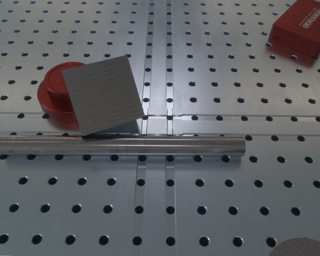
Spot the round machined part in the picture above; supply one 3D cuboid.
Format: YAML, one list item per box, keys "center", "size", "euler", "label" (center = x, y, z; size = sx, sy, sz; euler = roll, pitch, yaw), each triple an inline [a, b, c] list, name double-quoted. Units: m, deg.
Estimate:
- center: [-0.126, -0.058, 0.444]
  size: [0.099, 0.042, 0.098]
  euler: [0, 50, 0]
  label: "round machined part"

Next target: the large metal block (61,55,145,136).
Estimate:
- center: [-0.074, -0.041, 0.396]
  size: [0.081, 0.080, 0.050]
  euler: [-18, 8, -18]
  label: "large metal block"

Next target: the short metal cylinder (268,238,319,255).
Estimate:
- center: [0.126, 0.145, 0.271]
  size: [0.081, 0.050, 0.080]
  euler: [0, 50, 0]
  label: "short metal cylinder"

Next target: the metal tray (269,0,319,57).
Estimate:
- center: [0.270, -0.188, 0.564]
  size: [0.090, 0.030, 0.131]
  euler: [31, 56, 23]
  label: "metal tray"

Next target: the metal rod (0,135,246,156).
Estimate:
- center: [-0.047, 0.022, 0.388]
  size: [0.302, 0.025, 0.025]
  euler: [0, 50, 0]
  label: "metal rod"
